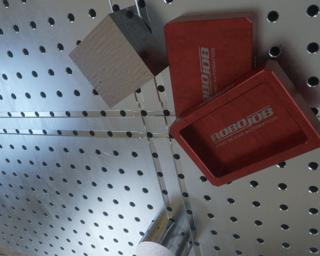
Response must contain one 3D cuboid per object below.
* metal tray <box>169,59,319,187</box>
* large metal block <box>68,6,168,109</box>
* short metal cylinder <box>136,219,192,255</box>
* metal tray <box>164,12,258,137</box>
[{"bbox_3d":[0.085,0.002,0.324,0.130,0.030,0.090,-32,101,38],"label":"metal tray"},{"bbox_3d":[-0.047,-0.082,0.369,0.080,0.050,0.080,-29,102,37],"label":"large metal block"},{"bbox_3d":[0.007,0.199,0.514,0.080,0.050,0.079,13,124,21],"label":"short metal cylinder"},{"bbox_3d":[0.059,-0.056,0.343,0.090,0.030,0.129,5,121,25],"label":"metal tray"}]
